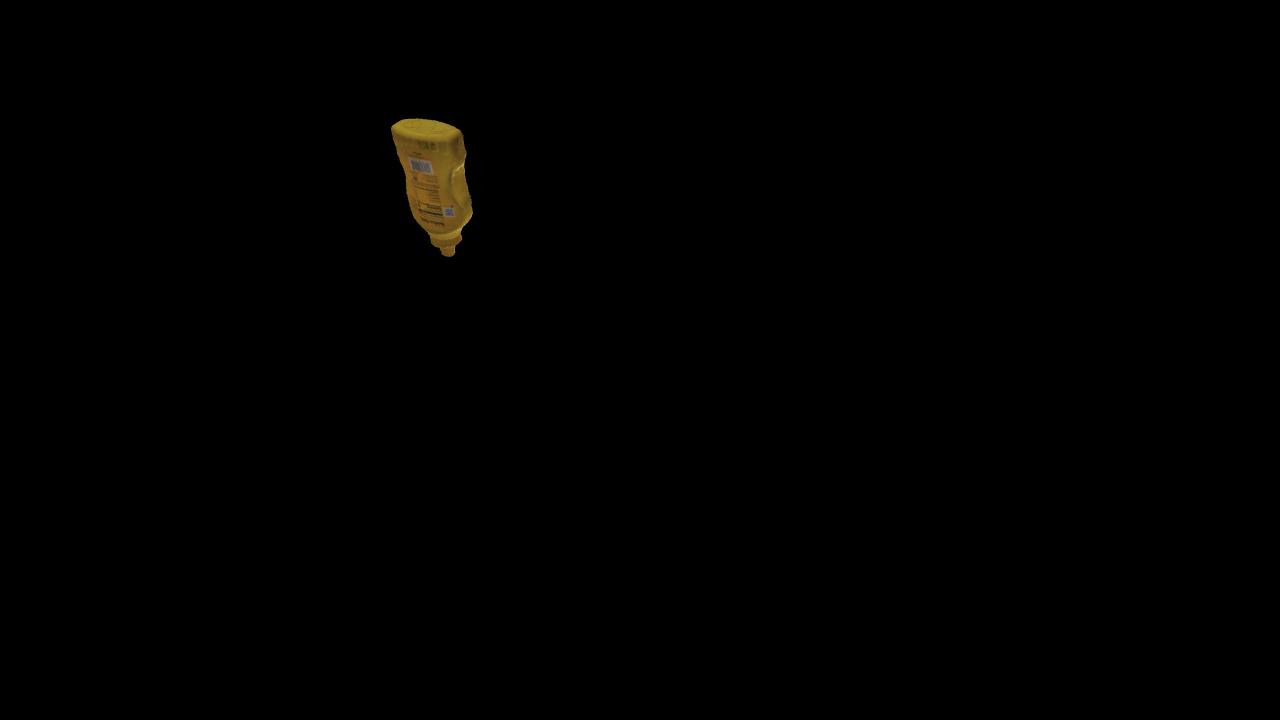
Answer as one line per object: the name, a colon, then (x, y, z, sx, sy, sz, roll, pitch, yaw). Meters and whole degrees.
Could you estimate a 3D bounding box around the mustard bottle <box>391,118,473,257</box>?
mustard bottle: (-0.268, -0.218, 0.816, 0.092, 0.184, 0.054, 11, 43, 8)
